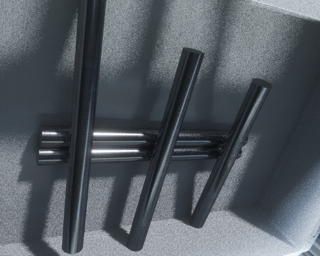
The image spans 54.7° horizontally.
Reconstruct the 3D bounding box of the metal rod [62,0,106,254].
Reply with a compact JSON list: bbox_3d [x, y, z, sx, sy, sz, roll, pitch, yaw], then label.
[{"bbox_3d":[-0.085,0.007,0.335,0.025,0.025,0.298,-1,111,-29],"label":"metal rod"}]

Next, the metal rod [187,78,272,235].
[{"bbox_3d":[0.094,0.063,0.470,0.025,0.025,0.298,-4,129,-27],"label":"metal rod"}]

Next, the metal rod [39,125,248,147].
[{"bbox_3d":[-0.001,0.013,0.416,0.303,0.025,0.025,2,118,-30],"label":"metal rod"}]

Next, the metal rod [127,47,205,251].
[{"bbox_3d":[0.000,0.045,0.404,0.025,0.025,0.298,1,118,-30],"label":"metal rod"}]

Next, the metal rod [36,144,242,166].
[{"bbox_3d":[-0.008,0.034,0.426,0.303,0.025,0.025,2,118,-30],"label":"metal rod"}]
